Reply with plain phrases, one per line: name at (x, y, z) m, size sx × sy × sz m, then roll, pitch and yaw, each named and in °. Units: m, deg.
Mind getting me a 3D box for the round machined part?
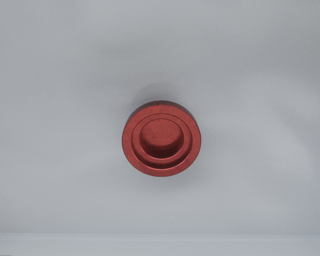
round machined part at (0.002, 0.011, 0.402) m, size 0.099 × 0.042 × 0.097 m, roll 0°, pitch 110°, yaw -1°
